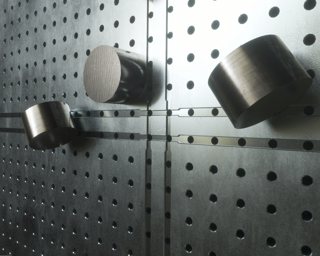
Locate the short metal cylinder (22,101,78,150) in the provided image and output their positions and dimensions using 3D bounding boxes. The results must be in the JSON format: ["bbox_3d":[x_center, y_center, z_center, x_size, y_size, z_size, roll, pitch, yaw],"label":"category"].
[{"bbox_3d":[-0.188,-0.003,0.529,0.080,0.081,0.050,-38,67,33],"label":"short metal cylinder"}]

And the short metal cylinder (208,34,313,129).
[{"bbox_3d":[0.094,-0.042,0.296,0.080,0.081,0.050,-41,65,32],"label":"short metal cylinder"}]

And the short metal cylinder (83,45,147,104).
[{"bbox_3d":[-0.065,-0.075,0.447,0.080,0.050,0.079,0,90,40],"label":"short metal cylinder"}]
